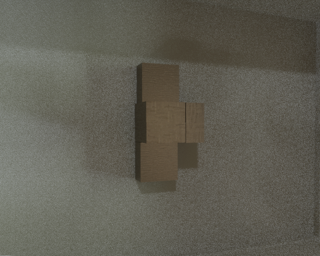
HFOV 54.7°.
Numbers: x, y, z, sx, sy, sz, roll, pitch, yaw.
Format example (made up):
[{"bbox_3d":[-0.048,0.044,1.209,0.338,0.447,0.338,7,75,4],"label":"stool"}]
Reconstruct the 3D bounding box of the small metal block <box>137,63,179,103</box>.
[{"bbox_3d":[-0.003,-0.057,0.407,0.050,0.025,0.050,0,90,-20],"label":"small metal block"}]

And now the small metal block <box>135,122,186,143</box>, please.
[{"bbox_3d":[-0.001,0.005,0.395,0.050,0.050,0.025,0,90,-20],"label":"small metal block"}]

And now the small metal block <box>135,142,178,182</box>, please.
[{"bbox_3d":[-0.005,0.043,0.407,0.050,0.025,0.050,0,90,-20],"label":"small metal block"}]

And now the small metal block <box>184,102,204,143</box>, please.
[{"bbox_3d":[0.035,-0.007,0.408,0.025,0.050,0.050,0,90,-20],"label":"small metal block"}]

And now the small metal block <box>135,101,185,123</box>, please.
[{"bbox_3d":[-0.001,-0.019,0.395,0.050,0.050,0.025,0,90,-20],"label":"small metal block"}]
